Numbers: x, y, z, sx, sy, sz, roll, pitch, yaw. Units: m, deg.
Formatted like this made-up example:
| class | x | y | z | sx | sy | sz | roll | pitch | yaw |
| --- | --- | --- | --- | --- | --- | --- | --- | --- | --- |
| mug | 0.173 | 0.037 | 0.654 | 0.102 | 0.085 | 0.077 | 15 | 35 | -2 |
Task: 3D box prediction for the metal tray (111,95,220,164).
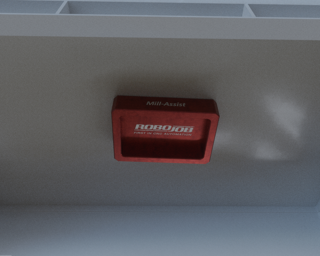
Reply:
| class | x | y | z | sx | sy | sz | roll | pitch | yaw |
| --- | --- | --- | --- | --- | --- | --- | --- | --- | --- |
| metal tray | 0.005 | 0.005 | 0.409 | 0.131 | 0.030 | 0.089 | 2 | 130 | -2 |
